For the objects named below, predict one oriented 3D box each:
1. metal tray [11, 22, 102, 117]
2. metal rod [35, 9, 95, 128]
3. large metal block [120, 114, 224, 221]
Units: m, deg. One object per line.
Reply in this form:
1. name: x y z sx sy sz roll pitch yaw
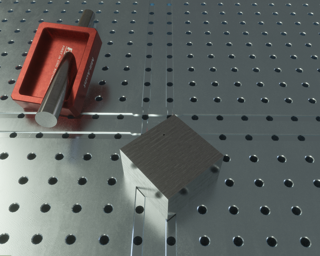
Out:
1. metal tray: -0.145 -0.087 0.447 0.090 0.030 0.130 10 71 7
2. metal rod: -0.134 -0.111 0.474 0.025 0.025 0.300 0 42 0
3. large metal block: 0.013 0.042 0.356 0.080 0.050 0.080 -33 58 -25
